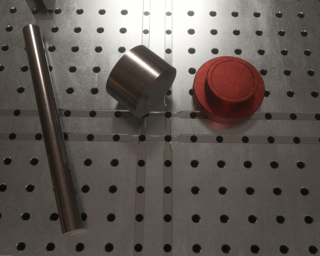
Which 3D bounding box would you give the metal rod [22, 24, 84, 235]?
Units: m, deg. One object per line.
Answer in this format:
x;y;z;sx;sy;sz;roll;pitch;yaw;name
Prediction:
-0.147;-0.012;0.414;0.025;0.025;0.299;-16;71;-6;metal rod

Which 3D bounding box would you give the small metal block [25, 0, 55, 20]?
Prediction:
-0.181;-0.200;0.470;0.025;0.050;0.050;0;70;0;small metal block

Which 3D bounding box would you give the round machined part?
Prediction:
0.095;-0.058;0.425;0.099;0.042;0.098;0;70;-1;round machined part

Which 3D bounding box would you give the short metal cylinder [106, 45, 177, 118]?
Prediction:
-0.024;-0.060;0.404;0.050;0.080;0.080;40;75;13;short metal cylinder
